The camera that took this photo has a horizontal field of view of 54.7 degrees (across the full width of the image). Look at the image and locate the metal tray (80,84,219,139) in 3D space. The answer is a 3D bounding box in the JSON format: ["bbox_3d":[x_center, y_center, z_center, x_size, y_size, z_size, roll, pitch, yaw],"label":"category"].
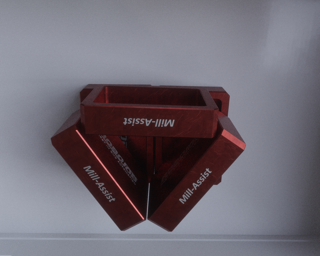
[{"bbox_3d":[-0.010,-0.021,0.334,0.131,0.090,0.030,2,111,-1],"label":"metal tray"}]

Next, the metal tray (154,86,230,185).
[{"bbox_3d":[0.039,0.011,0.412,0.091,0.030,0.129,1,109,-1],"label":"metal tray"}]

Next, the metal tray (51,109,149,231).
[{"bbox_3d":[-0.061,0.041,0.357,0.030,0.090,0.130,-30,108,11],"label":"metal tray"}]

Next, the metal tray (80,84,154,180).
[{"bbox_3d":[-0.053,0.009,0.411,0.091,0.030,0.129,0,109,0],"label":"metal tray"}]

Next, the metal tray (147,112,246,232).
[{"bbox_3d":[0.036,0.044,0.358,0.030,0.090,0.129,34,107,-12],"label":"metal tray"}]
